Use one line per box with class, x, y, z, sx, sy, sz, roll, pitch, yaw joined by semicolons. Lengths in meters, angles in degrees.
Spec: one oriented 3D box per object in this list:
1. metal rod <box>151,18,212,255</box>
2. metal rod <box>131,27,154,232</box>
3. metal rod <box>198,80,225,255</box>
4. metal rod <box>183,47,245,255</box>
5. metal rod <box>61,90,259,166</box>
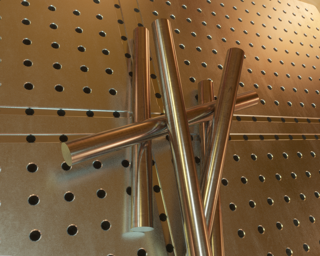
metal rod;0.022;0.007;0.354;0.025;0.025;0.299;1;70;-28
metal rod;-0.024;-0.020;0.408;0.025;0.025;0.299;12;57;-22
metal rod;0.066;0.058;0.409;0.025;0.025;0.300;16;55;-20
metal rod;0.070;0.027;0.385;0.025;0.025;0.299;22;67;-16
metal rod;0.025;-0.010;0.395;0.302;0.025;0.025;-17;71;-35
